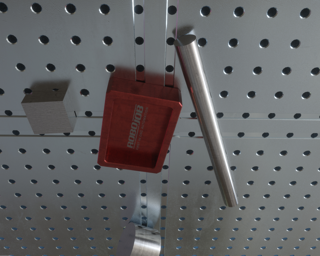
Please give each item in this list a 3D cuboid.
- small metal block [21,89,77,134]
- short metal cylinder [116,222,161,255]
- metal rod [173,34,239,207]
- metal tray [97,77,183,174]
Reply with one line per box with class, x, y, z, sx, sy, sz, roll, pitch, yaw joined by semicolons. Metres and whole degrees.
small metal block;-0.139;-0.020;0.393;0.050;0.025;0.050;-3;130;2
short metal cylinder;-0.040;0.217;0.560;0.050;0.080;0.080;23;126;-19
metal rod;0.073;0.014;0.424;0.025;0.025;0.299;-14;129;11
metal tray;-0.030;0.002;0.409;0.091;0.030;0.129;9;130;-8
